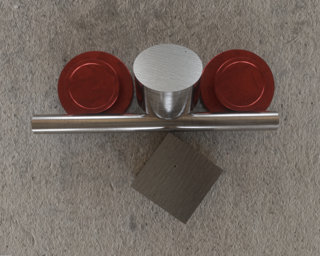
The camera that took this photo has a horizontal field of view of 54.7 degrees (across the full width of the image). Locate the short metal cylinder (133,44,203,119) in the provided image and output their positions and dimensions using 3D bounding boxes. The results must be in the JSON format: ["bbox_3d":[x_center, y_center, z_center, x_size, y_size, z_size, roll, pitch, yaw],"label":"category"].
[{"bbox_3d":[0.010,-0.057,0.380,0.080,0.050,0.080,0,55,0],"label":"short metal cylinder"}]

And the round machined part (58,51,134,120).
[{"bbox_3d":[-0.084,-0.052,0.401,0.099,0.042,0.097,0,90,0],"label":"round machined part"}]

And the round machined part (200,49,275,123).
[{"bbox_3d":[0.101,-0.054,0.404,0.099,0.042,0.097,0,90,0],"label":"round machined part"}]

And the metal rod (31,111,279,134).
[{"bbox_3d":[-0.005,-0.007,0.390,0.302,0.025,0.025,-1,90,0],"label":"metal rod"}]

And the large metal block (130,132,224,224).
[{"bbox_3d":[0.021,0.060,0.397,0.080,0.050,0.080,35,90,0],"label":"large metal block"}]
